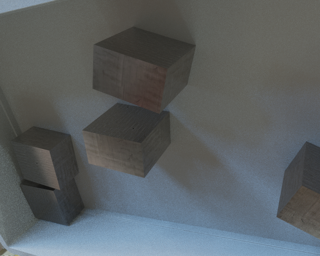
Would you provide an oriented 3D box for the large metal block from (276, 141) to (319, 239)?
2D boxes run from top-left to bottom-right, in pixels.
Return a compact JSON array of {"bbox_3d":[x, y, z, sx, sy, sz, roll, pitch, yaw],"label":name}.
[{"bbox_3d":[0.177,0.070,0.323,0.080,0.080,0.050,27,128,11],"label":"large metal block"}]

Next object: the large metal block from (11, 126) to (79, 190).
[{"bbox_3d":[-0.192,0.050,0.525,0.080,0.050,0.079,11,123,22],"label":"large metal block"}]

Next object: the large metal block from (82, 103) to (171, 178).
[{"bbox_3d":[-0.039,0.012,0.401,0.080,0.080,0.050,11,123,22],"label":"large metal block"}]

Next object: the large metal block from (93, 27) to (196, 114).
[{"bbox_3d":[-0.016,-0.067,0.340,0.080,0.080,0.050,21,127,15],"label":"large metal block"}]

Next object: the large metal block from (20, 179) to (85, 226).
[{"bbox_3d":[-0.198,0.126,0.575,0.080,0.050,0.079,4,120,26],"label":"large metal block"}]
